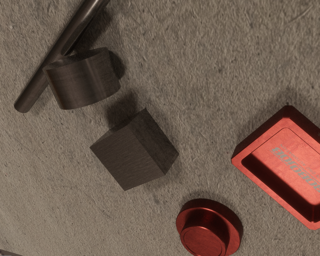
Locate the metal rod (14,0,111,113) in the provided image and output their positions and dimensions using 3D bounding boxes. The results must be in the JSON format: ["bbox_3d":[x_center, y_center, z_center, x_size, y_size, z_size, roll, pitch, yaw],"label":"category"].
[{"bbox_3d":[-0.128,-0.105,0.407,0.025,0.025,0.299,48,128,-6],"label":"metal rod"}]

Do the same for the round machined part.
[{"bbox_3d":[0.068,0.155,0.455,0.098,0.042,0.097,13,124,20],"label":"round machined part"}]

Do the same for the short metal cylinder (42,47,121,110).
[{"bbox_3d":[-0.095,-0.062,0.381,0.080,0.080,0.050,-3,117,29],"label":"short metal cylinder"}]

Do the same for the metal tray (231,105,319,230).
[{"bbox_3d":[0.159,0.048,0.348,0.130,0.030,0.089,40,129,0],"label":"metal tray"}]

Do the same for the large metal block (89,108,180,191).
[{"bbox_3d":[-0.035,0.031,0.427,0.080,0.050,0.080,-28,103,37],"label":"large metal block"}]
